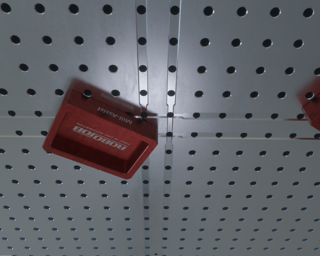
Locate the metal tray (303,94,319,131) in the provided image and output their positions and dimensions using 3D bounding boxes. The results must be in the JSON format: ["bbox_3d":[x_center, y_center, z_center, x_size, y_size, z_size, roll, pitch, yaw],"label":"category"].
[{"bbox_3d":[0.258,-0.037,0.378,0.090,0.030,0.129,27,125,-21],"label":"metal tray"}]

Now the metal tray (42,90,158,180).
[{"bbox_3d":[-0.079,0.014,0.419,0.131,0.030,0.090,24,126,-19],"label":"metal tray"}]
